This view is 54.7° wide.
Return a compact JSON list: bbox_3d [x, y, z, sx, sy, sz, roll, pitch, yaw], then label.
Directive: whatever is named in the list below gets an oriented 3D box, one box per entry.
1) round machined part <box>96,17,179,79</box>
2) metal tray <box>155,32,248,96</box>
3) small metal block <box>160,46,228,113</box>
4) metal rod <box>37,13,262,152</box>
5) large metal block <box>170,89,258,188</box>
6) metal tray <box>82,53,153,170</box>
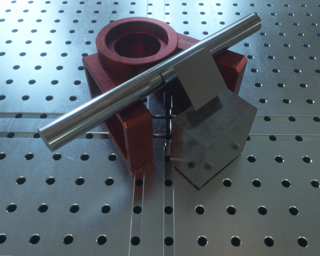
[{"bbox_3d":[-0.027,-0.094,0.385,0.099,0.042,0.098,0,50,0],"label":"round machined part"},{"bbox_3d":[0.046,-0.076,0.429,0.130,0.089,0.030,25,55,19],"label":"metal tray"},{"bbox_3d":[0.037,-0.051,0.328,0.050,0.050,0.025,-35,14,-26],"label":"small metal block"},{"bbox_3d":[0.010,-0.064,0.344,0.302,0.025,0.025,-33,58,-25],"label":"metal rod"},{"bbox_3d":[0.059,0.010,0.360,0.080,0.080,0.050,-34,58,-25],"label":"large metal block"},{"bbox_3d":[-0.053,-0.023,0.384,0.030,0.089,0.130,-23,54,-18],"label":"metal tray"}]
